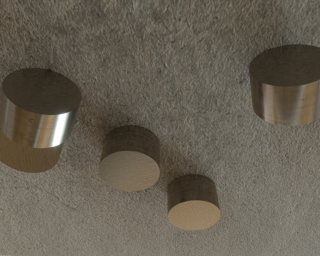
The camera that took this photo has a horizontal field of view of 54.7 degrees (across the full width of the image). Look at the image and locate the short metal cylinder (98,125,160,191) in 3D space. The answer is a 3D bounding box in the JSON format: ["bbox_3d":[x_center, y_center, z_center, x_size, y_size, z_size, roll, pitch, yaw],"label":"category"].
[{"bbox_3d":[-0.040,0.042,0.426,0.081,0.050,0.079,0,130,0],"label":"short metal cylinder"}]

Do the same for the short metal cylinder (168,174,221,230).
[{"bbox_3d":[0.052,0.119,0.492,0.081,0.050,0.079,0,130,0],"label":"short metal cylinder"}]

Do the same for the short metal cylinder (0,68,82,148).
[{"bbox_3d":[-0.135,-0.024,0.350,0.081,0.080,0.050,17,128,-14],"label":"short metal cylinder"}]

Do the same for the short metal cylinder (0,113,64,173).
[{"bbox_3d":[-0.165,0.013,0.400,0.081,0.050,0.079,0,130,0],"label":"short metal cylinder"}]

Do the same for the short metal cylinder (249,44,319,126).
[{"bbox_3d":[0.139,-0.047,0.332,0.080,0.080,0.050,-11,129,9],"label":"short metal cylinder"}]
